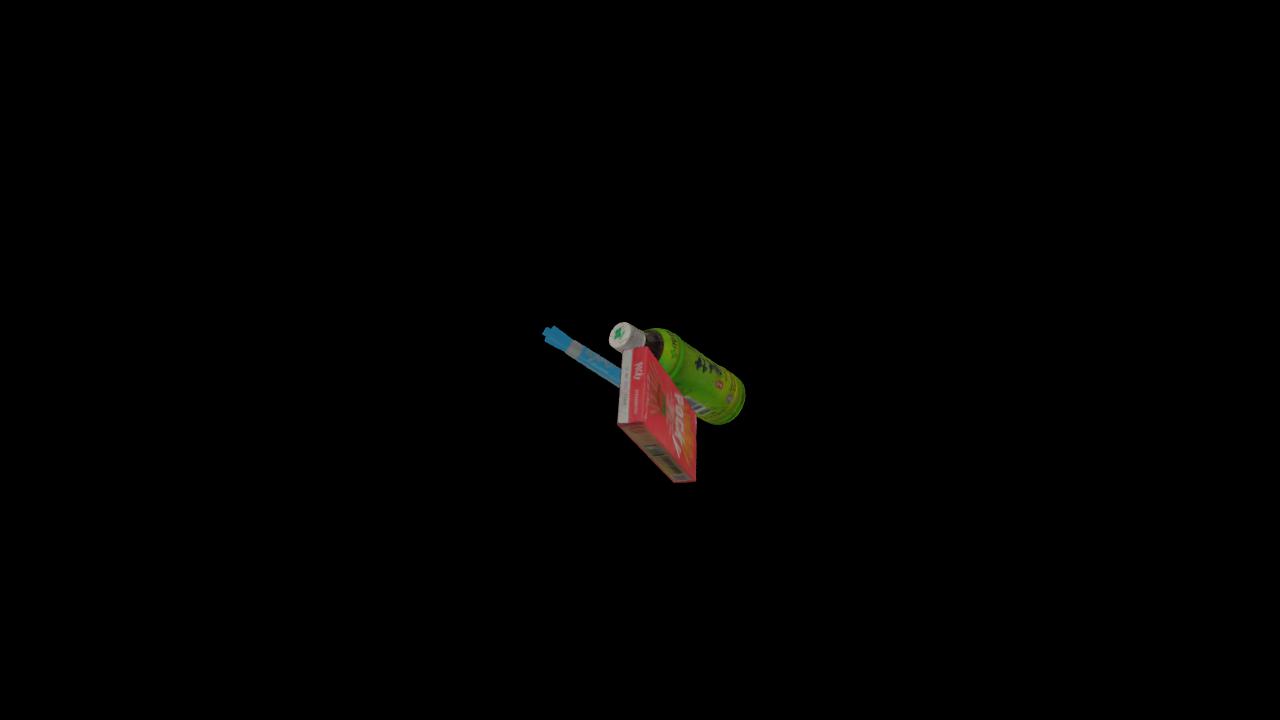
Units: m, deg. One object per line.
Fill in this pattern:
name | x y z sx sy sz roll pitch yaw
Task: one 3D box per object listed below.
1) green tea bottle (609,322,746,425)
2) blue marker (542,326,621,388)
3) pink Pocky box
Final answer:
green tea bottle | 0.043 0.014 0.709 0.073 0.073 0.212 0 -20 40
blue marker | -0.048 0.002 0.634 0.121 0.020 0.020 33 -12 -18
pink Pocky box | 0.022 0.060 0.630 0.029 0.084 0.155 -10 -35 21
